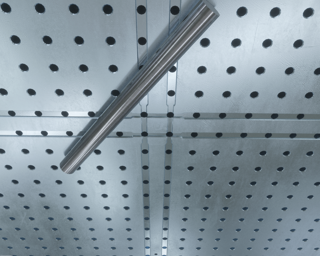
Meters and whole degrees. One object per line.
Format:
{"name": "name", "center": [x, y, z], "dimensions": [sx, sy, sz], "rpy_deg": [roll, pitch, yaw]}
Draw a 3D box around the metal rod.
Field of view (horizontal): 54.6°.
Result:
{"name": "metal rod", "center": [-0.043, -0.032, 0.384], "dimensions": [0.025, 0.025, 0.299], "rpy_deg": [31, 123, -24]}
